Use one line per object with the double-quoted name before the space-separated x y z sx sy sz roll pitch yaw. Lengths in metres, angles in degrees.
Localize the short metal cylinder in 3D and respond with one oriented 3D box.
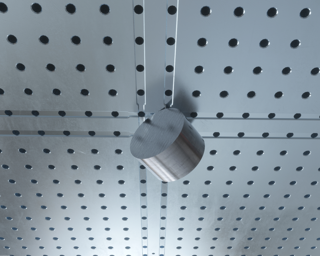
"short metal cylinder" 0.009 0.021 0.394 0.080 0.080 0.050 -27 125 21
